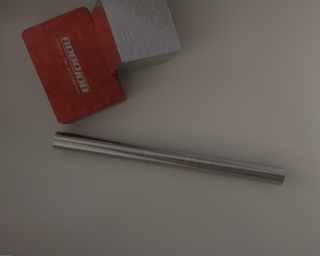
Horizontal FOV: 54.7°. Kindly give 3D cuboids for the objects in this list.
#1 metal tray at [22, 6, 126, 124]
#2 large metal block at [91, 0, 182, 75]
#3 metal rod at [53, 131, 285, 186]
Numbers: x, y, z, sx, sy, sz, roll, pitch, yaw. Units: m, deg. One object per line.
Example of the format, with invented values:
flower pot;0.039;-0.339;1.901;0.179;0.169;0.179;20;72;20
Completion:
metal tray;-0.111;-0.080;0.407;0.090;0.030;0.129;-23;90;-1
large metal block;-0.030;-0.119;0.384;0.081;0.050;0.080;-19;90;-25
metal rod;0.012;0.040;0.411;0.302;0.025;0.025;9;90;-1
